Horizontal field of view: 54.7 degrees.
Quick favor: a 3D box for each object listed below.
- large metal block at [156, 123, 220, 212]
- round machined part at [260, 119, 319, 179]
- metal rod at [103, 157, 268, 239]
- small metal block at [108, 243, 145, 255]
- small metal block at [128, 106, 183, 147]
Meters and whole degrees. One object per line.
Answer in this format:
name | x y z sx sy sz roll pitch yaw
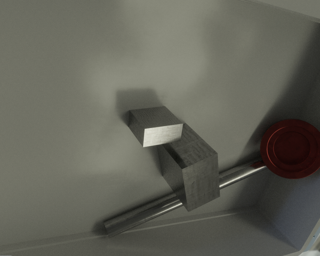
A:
large metal block | 0.038 0.053 0.428 0.050 0.080 0.080 -22 127 -16
round machined part | 0.220 0.033 0.518 0.097 0.098 0.042 -60 166 14
metal rod | 0.056 0.105 0.506 0.302 0.025 0.025 -19 126 -18
small metal block | -0.061 0.222 0.518 0.050 0.025 0.050 26 104 -38
small metal block | -0.007 -0.003 0.388 0.050 0.050 0.025 -8 122 -25
